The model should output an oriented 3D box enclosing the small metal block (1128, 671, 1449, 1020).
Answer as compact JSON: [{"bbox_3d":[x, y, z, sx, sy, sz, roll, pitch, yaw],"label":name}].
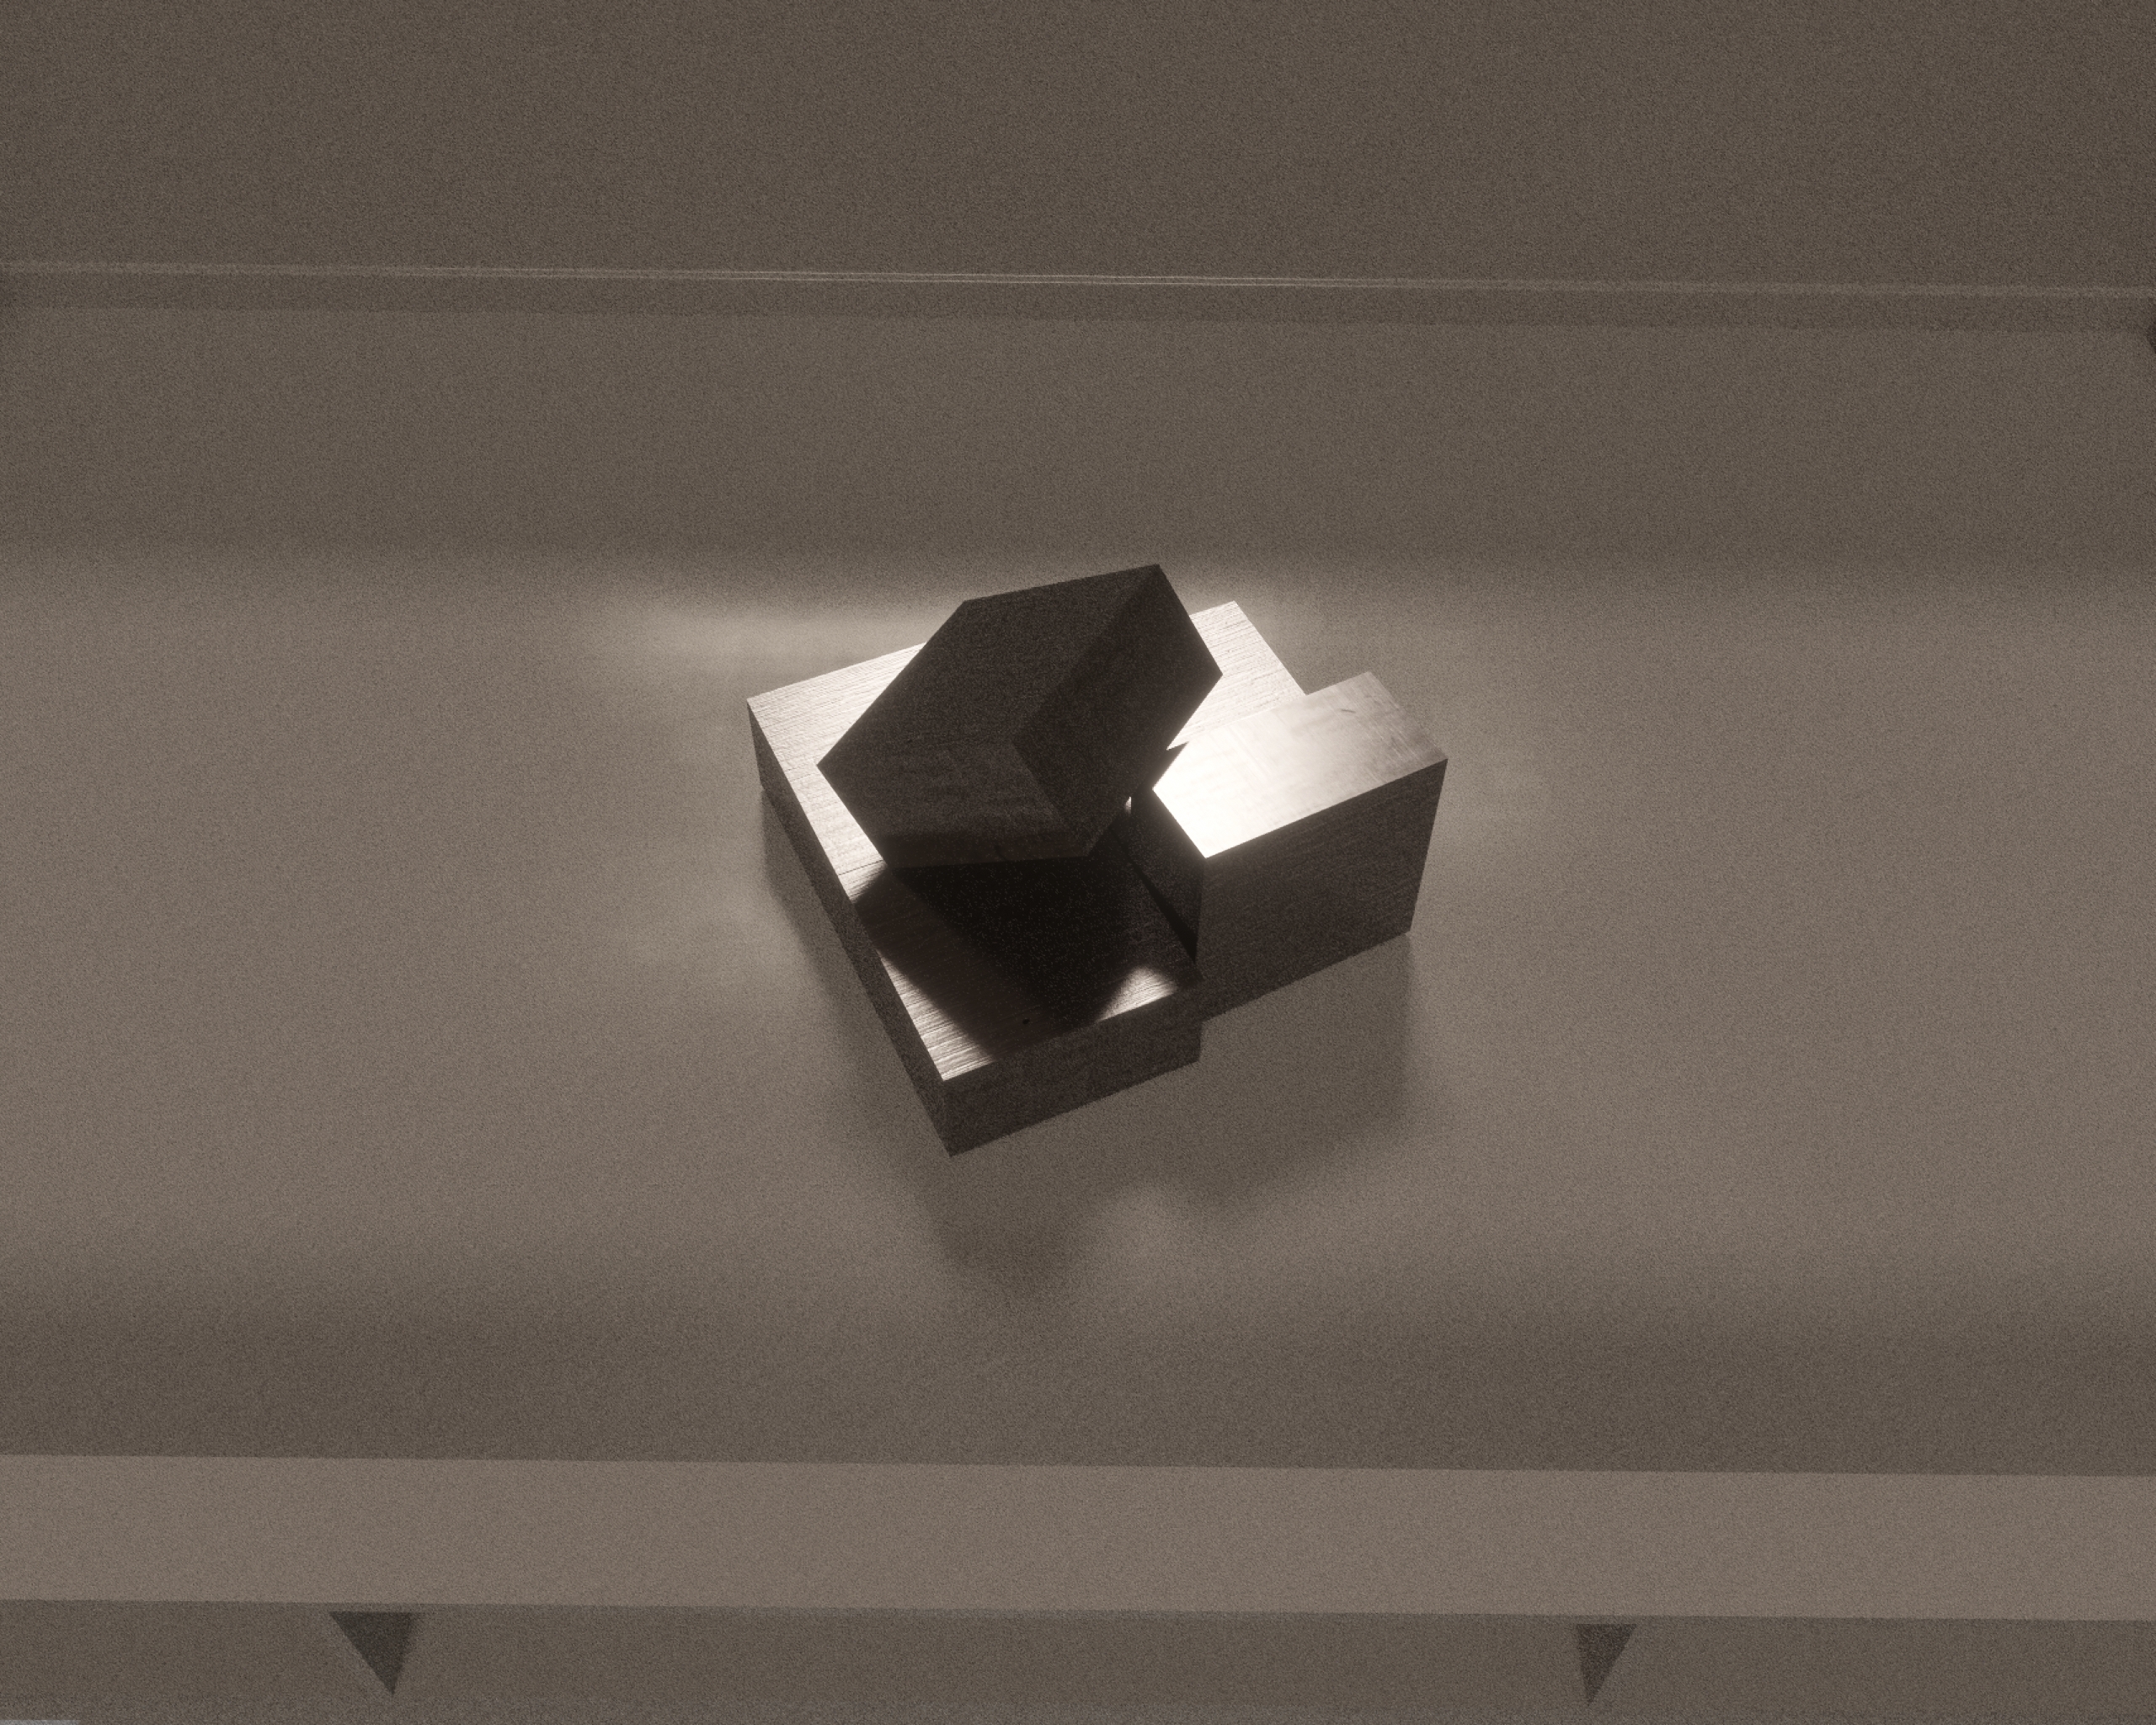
[{"bbox_3d":[0.037,-0.002,0.389,0.050,0.050,0.025,-22,54,-19],"label":"small metal block"}]

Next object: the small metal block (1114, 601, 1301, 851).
[{"bbox_3d":[0.020,-0.021,0.421,0.050,0.025,0.050,-20,53,-16],"label":"small metal block"}]

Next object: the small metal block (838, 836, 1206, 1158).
[{"bbox_3d":[-0.011,0.020,0.386,0.050,0.025,0.050,-20,53,-16],"label":"small metal block"}]

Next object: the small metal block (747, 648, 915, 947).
[{"bbox_3d":[-0.032,-0.015,0.415,0.050,0.025,0.050,-20,53,-16],"label":"small metal block"}]

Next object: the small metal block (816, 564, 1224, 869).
[{"bbox_3d":[-0.010,-0.026,0.376,0.050,0.025,0.050,-4,39,44],"label":"small metal block"}]
